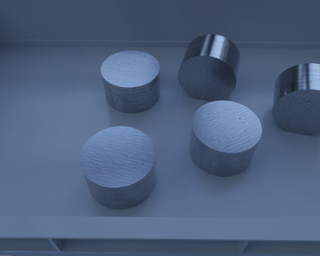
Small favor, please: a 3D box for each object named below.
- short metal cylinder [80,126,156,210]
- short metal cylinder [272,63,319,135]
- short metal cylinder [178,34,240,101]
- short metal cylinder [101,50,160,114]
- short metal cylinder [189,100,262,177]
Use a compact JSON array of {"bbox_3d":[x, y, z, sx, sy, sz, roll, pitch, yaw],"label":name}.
[{"bbox_3d":[-0.045,0.044,0.351,0.080,0.050,0.080,0,50,0],"label":"short metal cylinder"},{"bbox_3d":[0.189,-0.036,0.401,0.080,0.080,0.050,13,51,10],"label":"short metal cylinder"},{"bbox_3d":[0.070,-0.085,0.441,0.080,0.080,0.050,12,51,10],"label":"short metal cylinder"},{"bbox_3d":[-0.041,-0.067,0.445,0.080,0.050,0.080,0,50,0],"label":"short metal cylinder"},{"bbox_3d":[0.078,0.012,0.379,0.080,0.050,0.080,0,50,0],"label":"short metal cylinder"}]
